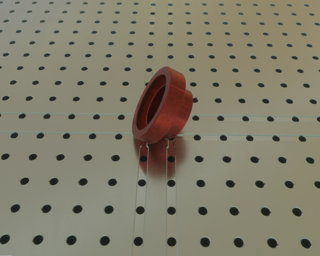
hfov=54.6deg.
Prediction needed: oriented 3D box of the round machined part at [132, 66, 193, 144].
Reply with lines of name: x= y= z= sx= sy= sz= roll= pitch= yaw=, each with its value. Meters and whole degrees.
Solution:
round machined part: x=0.006 y=-0.025 z=0.394 sx=0.042 sy=0.098 sz=0.098 roll=23 pitch=47 yaw=-21
